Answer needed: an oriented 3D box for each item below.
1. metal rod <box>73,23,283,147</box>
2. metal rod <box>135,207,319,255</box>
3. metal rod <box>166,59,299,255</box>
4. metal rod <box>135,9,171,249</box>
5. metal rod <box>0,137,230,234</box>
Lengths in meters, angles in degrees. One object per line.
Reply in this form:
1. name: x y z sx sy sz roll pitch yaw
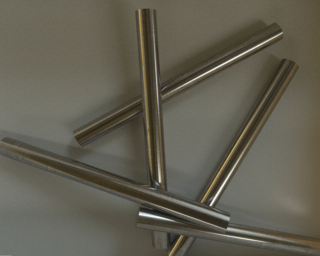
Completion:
1. metal rod: 0.024 -0.057 0.411 0.301 0.025 0.025 -28 90 -1
2. metal rod: 0.119 0.139 0.395 0.302 0.025 0.025 12 90 -8
3. metal rod: 0.096 0.042 0.412 0.025 0.025 0.299 31 90 -1
4. metal rod: -0.008 0.007 0.391 0.025 0.025 0.298 -4 98 0
5. metal rod: -0.064 0.068 0.385 0.301 0.025 0.025 17 90 9
